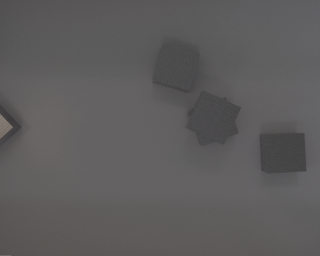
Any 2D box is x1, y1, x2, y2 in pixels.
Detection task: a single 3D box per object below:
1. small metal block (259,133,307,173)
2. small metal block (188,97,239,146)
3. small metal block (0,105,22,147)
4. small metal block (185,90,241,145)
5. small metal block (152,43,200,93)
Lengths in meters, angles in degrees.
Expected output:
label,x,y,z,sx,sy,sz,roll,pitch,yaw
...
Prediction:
label,x,y,z,sx,sy,sz,roll,pitch,yaw
small metal block,0.163,0.033,0.412,0.050,0.025,0.050,-3,90,0
small metal block,0.070,-0.008,0.412,0.050,0.025,0.050,-20,90,0
small metal block,-0.224,-0.002,0.410,0.050,0.025,0.050,-43,90,0
small metal block,0.065,-0.013,0.387,0.050,0.025,0.050,25,90,0
small metal block,0.021,-0.079,0.411,0.050,0.025,0.050,16,90,0
